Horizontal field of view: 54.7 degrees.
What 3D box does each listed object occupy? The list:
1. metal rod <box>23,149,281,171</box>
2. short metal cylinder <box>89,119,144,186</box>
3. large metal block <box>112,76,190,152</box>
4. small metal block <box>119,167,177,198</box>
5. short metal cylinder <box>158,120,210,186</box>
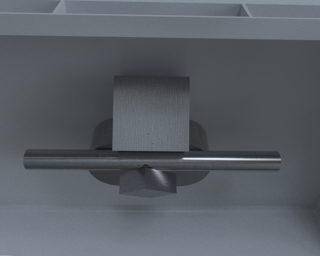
[{"bbox_3d":[-0.008,0.039,0.375,0.302,0.025,0.025,1,130,-1],"label":"metal rod"},{"bbox_3d":[-0.054,0.033,0.418,0.081,0.050,0.079,0,130,0],"label":"short metal cylinder"},{"bbox_3d":[-0.009,-0.014,0.352,0.081,0.050,0.080,1,87,-1],"label":"large metal block"},{"bbox_3d":[-0.015,0.070,0.387,0.050,0.025,0.050,18,152,-39],"label":"small metal block"},{"bbox_3d":[0.027,0.034,0.421,0.081,0.050,0.079,0,130,0],"label":"short metal cylinder"}]
